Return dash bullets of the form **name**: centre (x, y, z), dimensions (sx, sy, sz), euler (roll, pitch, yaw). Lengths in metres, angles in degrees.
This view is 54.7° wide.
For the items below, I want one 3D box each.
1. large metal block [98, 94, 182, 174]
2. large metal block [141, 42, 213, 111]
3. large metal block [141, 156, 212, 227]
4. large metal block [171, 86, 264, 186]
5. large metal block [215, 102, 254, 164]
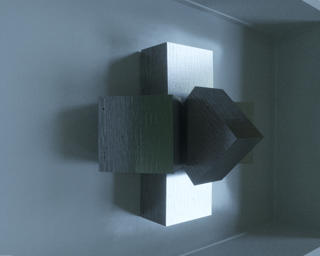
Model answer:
- **large metal block**: centre (-0.020, 0.006, 0.342), dimensions (0.050, 0.080, 0.079), euler (-6, 96, -76)
- **large metal block**: centre (0.024, -0.062, 0.405), dimensions (0.081, 0.050, 0.079), euler (-2, 92, -40)
- **large metal block**: centre (0.022, 0.076, 0.408), dimensions (0.081, 0.050, 0.080), euler (1, 90, -40)
- **large metal block**: centre (0.058, 0.009, 0.366), dimensions (0.050, 0.080, 0.080), euler (-1, 47, -41)
- **large metal block**: centre (0.095, 0.006, 0.439), dimensions (0.050, 0.080, 0.080), euler (1, 90, -1)
